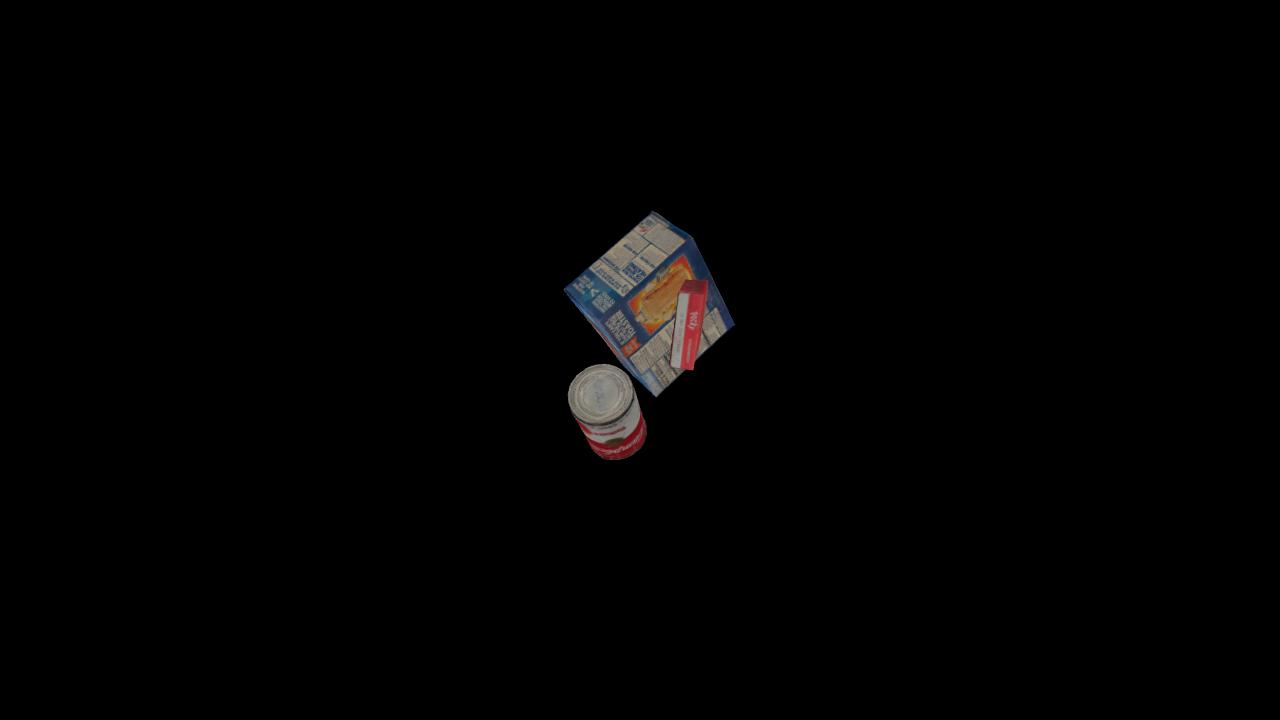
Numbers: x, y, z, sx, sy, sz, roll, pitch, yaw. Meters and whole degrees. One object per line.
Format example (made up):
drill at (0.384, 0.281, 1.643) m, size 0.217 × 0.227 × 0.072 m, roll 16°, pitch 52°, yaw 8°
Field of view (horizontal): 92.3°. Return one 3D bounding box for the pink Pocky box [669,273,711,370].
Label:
pink Pocky box at (0.059, -0.051, 0.704) m, size 0.029 × 0.084 × 0.155 m, roll 9°, pitch 17°, yaw 6°

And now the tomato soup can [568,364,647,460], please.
tomato soup can at (-0.032, 0.055, 0.638) m, size 0.068 × 0.068 × 0.101 m, roll 0°, pitch -29°, yaw 8°

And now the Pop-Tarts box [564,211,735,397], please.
Pop-Tarts box at (0.017, -0.063, 0.740) m, size 0.083 × 0.141 × 0.167 m, roll 42°, pitch -7°, yaw 41°
